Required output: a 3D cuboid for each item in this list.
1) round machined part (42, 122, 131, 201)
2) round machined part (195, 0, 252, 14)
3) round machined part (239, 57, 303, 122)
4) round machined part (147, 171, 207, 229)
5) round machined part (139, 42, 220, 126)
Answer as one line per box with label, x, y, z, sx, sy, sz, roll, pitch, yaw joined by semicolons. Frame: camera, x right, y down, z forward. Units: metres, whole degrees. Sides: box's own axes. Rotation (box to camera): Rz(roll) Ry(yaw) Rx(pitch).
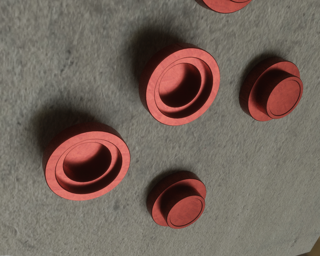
round machined part;-0.089;0.035;0.370;0.099;0.042;0.097;-14;125;-21
round machined part;0.080;-0.174;0.333;0.099;0.042;0.097;-14;125;-21
round machined part;0.171;-0.052;0.459;0.099;0.042;0.097;-14;125;-21
round machined part;0.032;0.120;0.490;0.099;0.042;0.097;-14;125;-21
round machined part;0.020;-0.055;0.374;0.099;0.042;0.097;-14;125;-21
